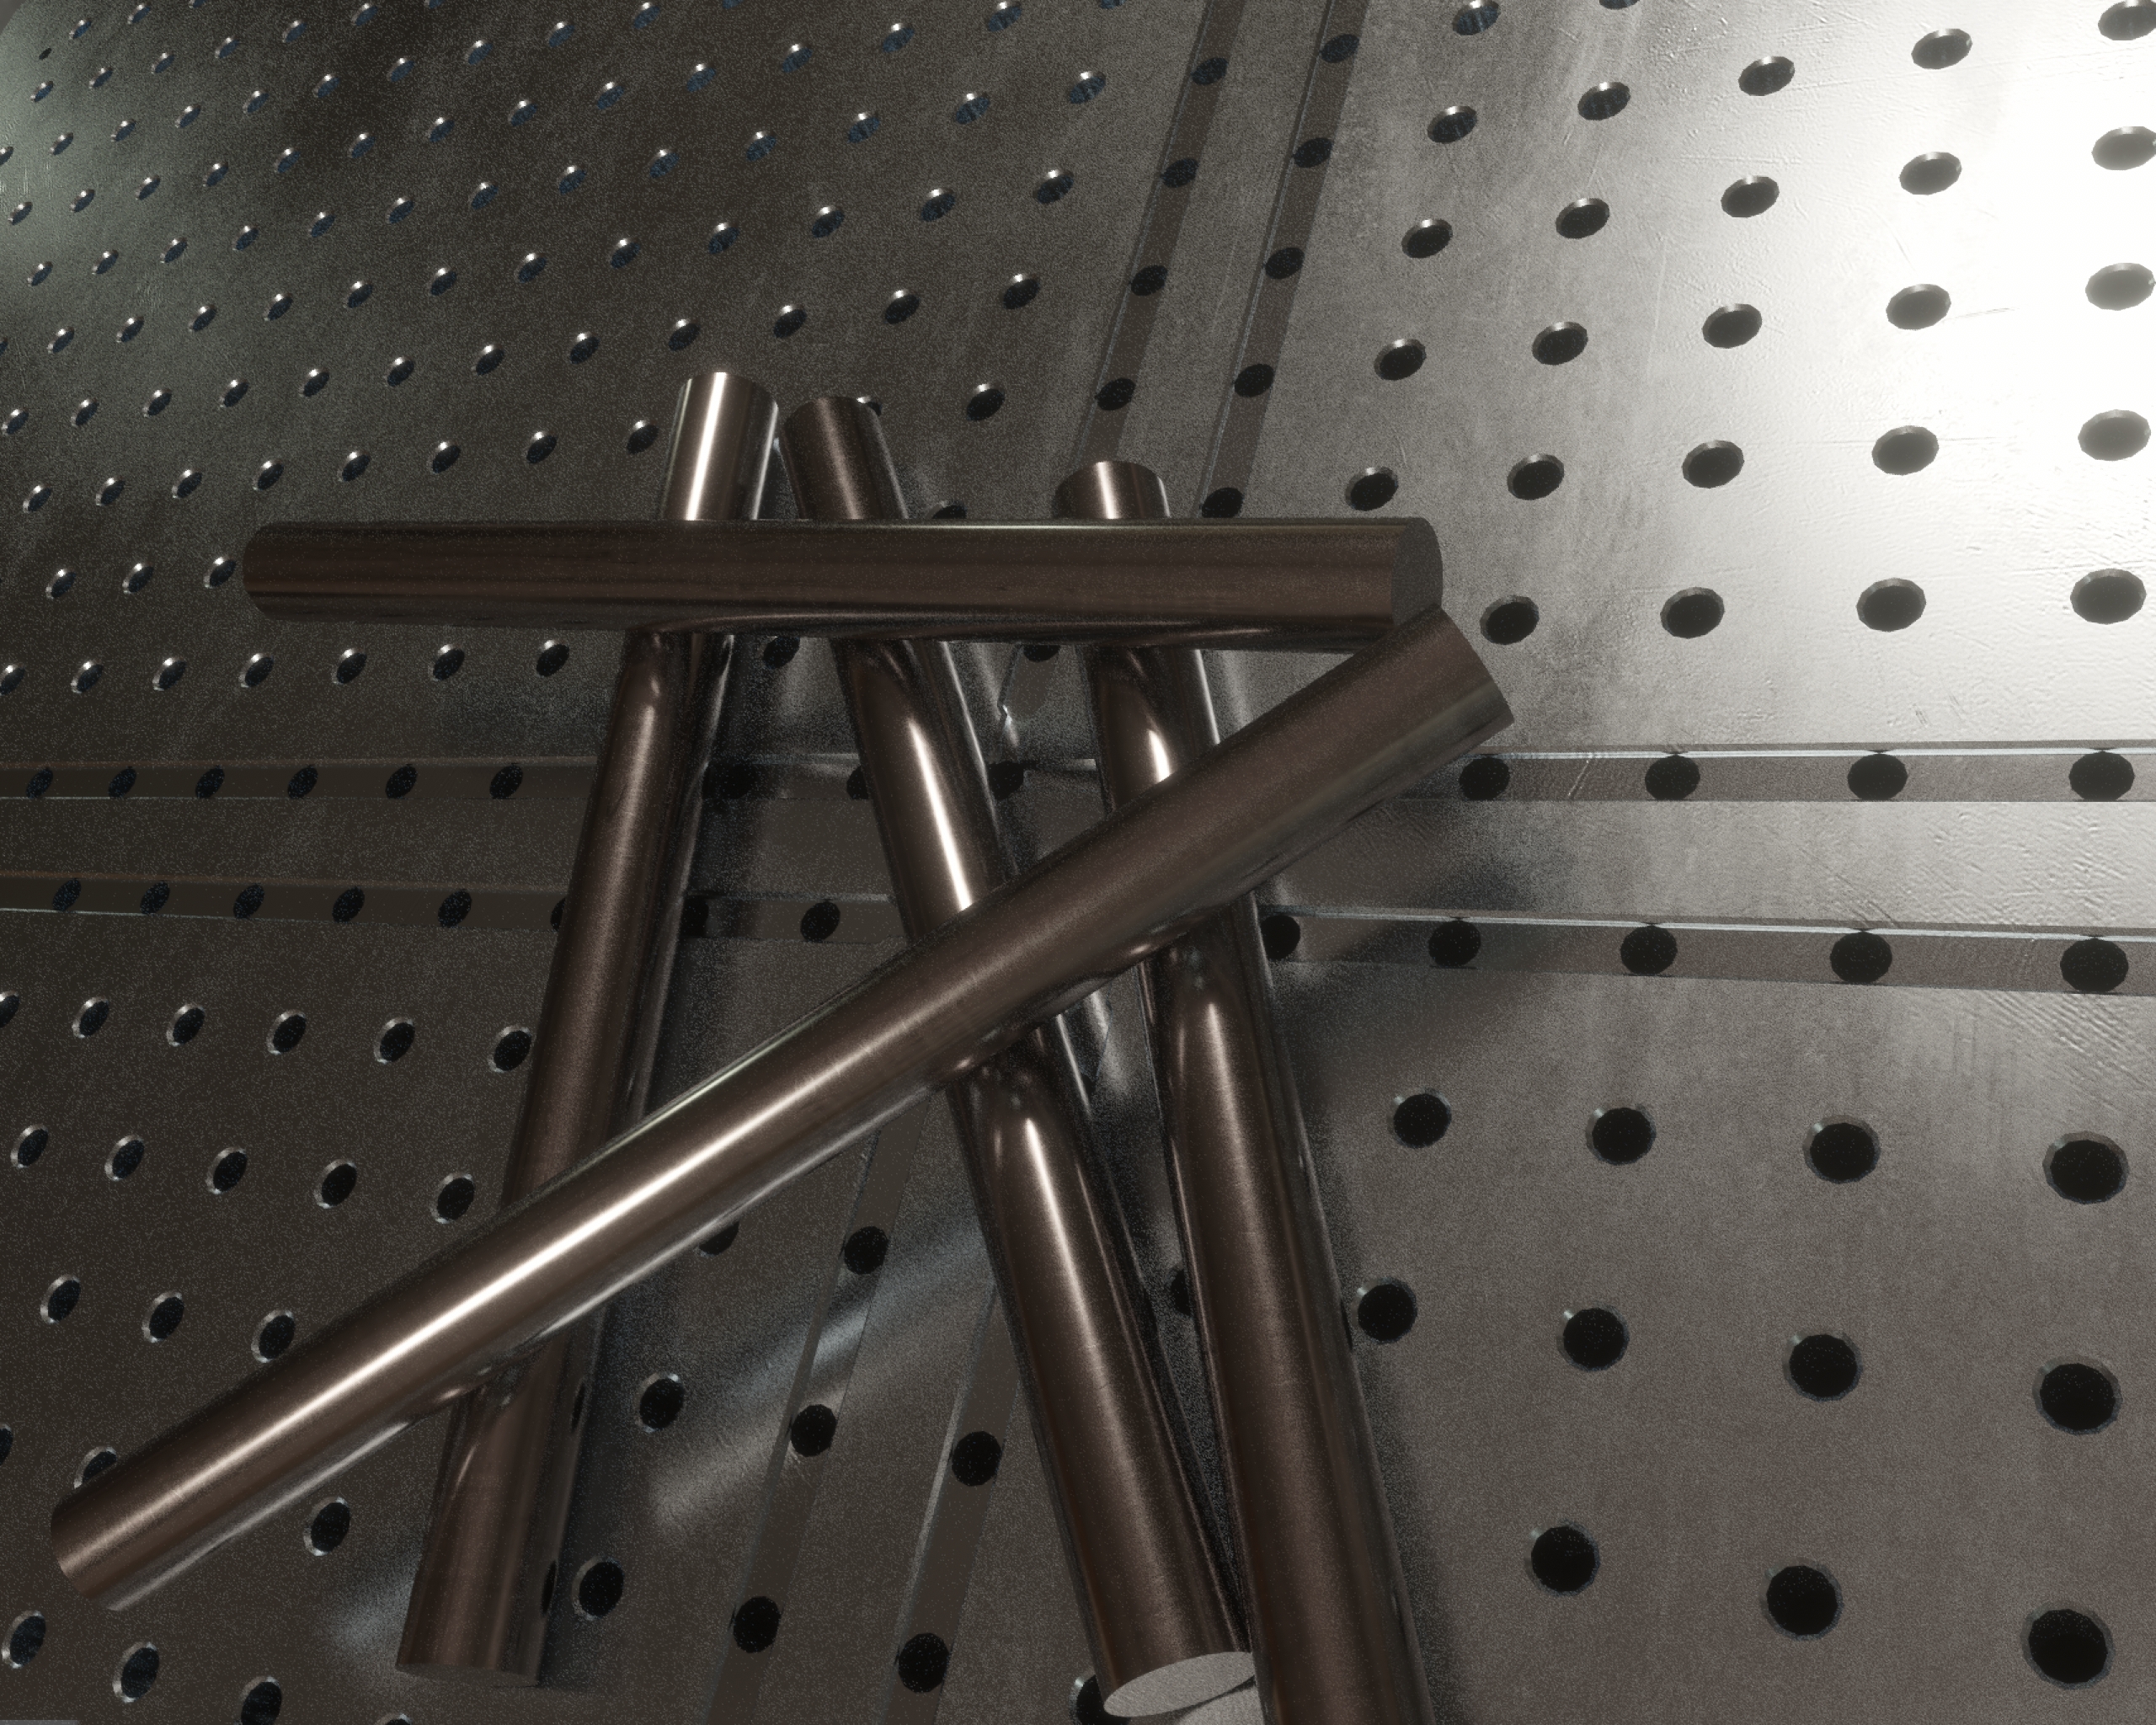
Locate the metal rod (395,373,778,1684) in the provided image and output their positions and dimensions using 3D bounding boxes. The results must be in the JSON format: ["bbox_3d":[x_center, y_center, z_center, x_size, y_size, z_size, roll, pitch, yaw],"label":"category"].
[{"bbox_3d":[-0.098,0.016,0.447,0.025,0.025,0.299,-9,58,23],"label":"metal rod"}]

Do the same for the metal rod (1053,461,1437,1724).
[{"bbox_3d":[0.027,0.044,0.366,0.025,0.025,0.299,-20,54,16],"label":"metal rod"}]

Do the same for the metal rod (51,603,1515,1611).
[{"bbox_3d":[-0.057,0.047,0.375,0.300,0.025,0.025,-33,52,6],"label":"metal rod"}]

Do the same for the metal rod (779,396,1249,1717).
[{"bbox_3d":[-0.021,0.012,0.410,0.025,0.025,0.299,-27,52,11],"label":"metal rod"}]

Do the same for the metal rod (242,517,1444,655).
[{"bbox_3d":[-0.069,-0.061,0.448,0.300,0.025,0.025,5,64,30],"label":"metal rod"}]
